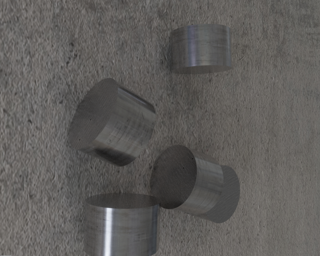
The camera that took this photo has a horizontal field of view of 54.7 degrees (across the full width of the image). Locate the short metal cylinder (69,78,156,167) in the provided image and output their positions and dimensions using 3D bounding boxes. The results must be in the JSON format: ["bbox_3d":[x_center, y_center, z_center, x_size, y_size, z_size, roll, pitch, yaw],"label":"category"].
[{"bbox_3d":[-0.051,-0.005,0.326,0.050,0.080,0.080,31,71,-36],"label":"short metal cylinder"}]

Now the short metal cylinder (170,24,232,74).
[{"bbox_3d":[0.055,-0.102,0.414,0.081,0.080,0.050,-4,93,-40],"label":"short metal cylinder"}]

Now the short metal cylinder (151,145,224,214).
[{"bbox_3d":[0.033,0.067,0.397,0.050,0.080,0.080,22,76,-38],"label":"short metal cylinder"}]

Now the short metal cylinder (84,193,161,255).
[{"bbox_3d":[-0.040,0.103,0.335,0.081,0.080,0.050,3,88,-40],"label":"short metal cylinder"}]

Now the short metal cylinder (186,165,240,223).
[{"bbox_3d":[0.071,0.091,0.448,0.081,0.050,0.080,0,90,-40],"label":"short metal cylinder"}]
